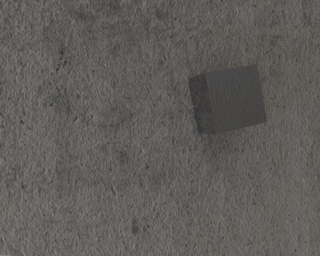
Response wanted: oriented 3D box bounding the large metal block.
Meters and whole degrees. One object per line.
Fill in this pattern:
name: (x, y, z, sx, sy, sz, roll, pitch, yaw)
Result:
large metal block: (0.093, -0.039, 0.429, 0.081, 0.050, 0.080, -12, 94, -20)
